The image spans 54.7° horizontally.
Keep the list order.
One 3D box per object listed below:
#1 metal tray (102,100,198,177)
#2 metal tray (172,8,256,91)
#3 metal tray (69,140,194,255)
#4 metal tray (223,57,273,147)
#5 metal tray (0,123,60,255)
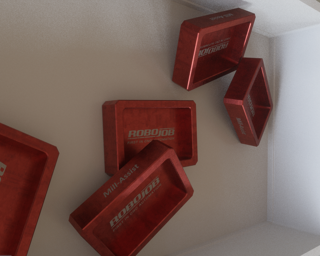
[{"bbox_3d":[-0.008,0.010,0.398,0.131,0.030,0.089,-4,93,-40],"label":"metal tray"},{"bbox_3d":[0.078,-0.114,0.442,0.131,0.030,0.089,-27,140,-37],"label":"metal tray"},{"bbox_3d":[-0.025,0.087,0.355,0.131,0.030,0.090,-42,130,-20],"label":"metal tray"},{"bbox_3d":[0.148,-0.039,0.505,0.090,0.030,0.130,-62,143,-21],"label":"metal tray"},{"bbox_3d":[-0.148,0.061,0.257,0.090,0.030,0.130,31,55,-36],"label":"metal tray"}]
